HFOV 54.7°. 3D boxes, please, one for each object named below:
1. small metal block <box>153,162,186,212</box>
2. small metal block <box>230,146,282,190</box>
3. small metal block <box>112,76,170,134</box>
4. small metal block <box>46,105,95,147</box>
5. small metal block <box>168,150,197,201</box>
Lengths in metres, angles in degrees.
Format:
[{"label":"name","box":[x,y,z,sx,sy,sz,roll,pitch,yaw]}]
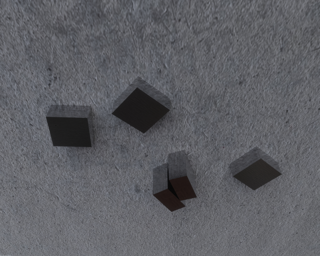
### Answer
[{"label":"small metal block","box":[0.014,0.089,0.467,0.025,0.050,0.050,-27,125,21]},{"label":"small metal block","box":[0.142,0.061,0.460,0.050,0.025,0.050,34,122,-26]},{"label":"small metal block","box":[-0.023,-0.027,0.383,0.050,0.025,0.050,33,123,-25]},{"label":"small metal block","box":[-0.115,-0.002,0.404,0.050,0.025,0.050,1,130,-2]},{"label":"small metal block","box":[0.033,0.069,0.449,0.025,0.050,0.050,-15,129,13]}]
